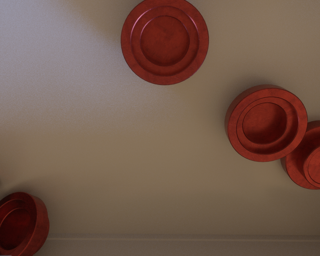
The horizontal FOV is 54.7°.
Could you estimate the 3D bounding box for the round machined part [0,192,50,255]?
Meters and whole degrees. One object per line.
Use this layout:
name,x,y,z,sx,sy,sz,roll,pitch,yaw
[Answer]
round machined part,-0.196,0.143,0.434,0.098,0.098,0.042,-28,143,9

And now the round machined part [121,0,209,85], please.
round machined part,0.006,-0.103,0.364,0.099,0.042,0.097,0,110,0

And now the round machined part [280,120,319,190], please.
round machined part,0.220,0.042,0.419,0.099,0.042,0.097,0,110,0

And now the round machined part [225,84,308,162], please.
round machined part,0.132,-0.009,0.400,0.099,0.042,0.097,0,110,0
